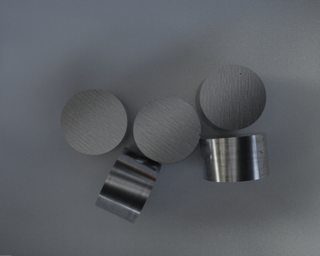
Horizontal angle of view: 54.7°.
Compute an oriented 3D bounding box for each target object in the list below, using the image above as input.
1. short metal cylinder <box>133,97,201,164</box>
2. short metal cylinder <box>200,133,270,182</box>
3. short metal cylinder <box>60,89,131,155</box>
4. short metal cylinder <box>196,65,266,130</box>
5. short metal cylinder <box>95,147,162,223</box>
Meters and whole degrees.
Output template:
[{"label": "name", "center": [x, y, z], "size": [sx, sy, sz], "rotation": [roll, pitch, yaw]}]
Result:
[{"label": "short metal cylinder", "center": [0.010, 0.005, 0.392], "size": [0.080, 0.050, 0.080], "rotation": [-1, 81, 4]}, {"label": "short metal cylinder", "center": [0.091, 0.034, 0.384], "size": [0.080, 0.080, 0.050], "rotation": [-6, 90, 0]}, {"label": "short metal cylinder", "center": [-0.080, -0.007, 0.398], "size": [0.081, 0.050, 0.080], "rotation": [0, 90, 0]}, {"label": "short metal cylinder", "center": [0.088, -0.037, 0.399], "size": [0.081, 0.050, 0.080], "rotation": [0, 90, 0]}, {"label": "short metal cylinder", "center": [-0.038, 0.070, 0.384], "size": [0.050, 0.080, 0.080], "rotation": [26, 90, 0]}]
